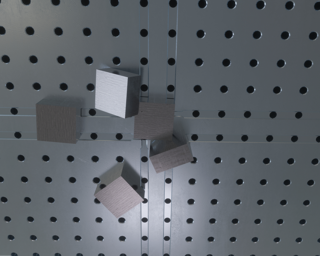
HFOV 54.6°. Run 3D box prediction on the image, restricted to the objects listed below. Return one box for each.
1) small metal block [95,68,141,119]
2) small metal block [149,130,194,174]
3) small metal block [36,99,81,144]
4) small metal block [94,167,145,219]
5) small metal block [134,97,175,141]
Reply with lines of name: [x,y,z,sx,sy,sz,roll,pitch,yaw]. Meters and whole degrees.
small metal block: [-0.053,-0.044,0.384,0.050,0.025,0.050,19,113,30]
small metal block: [0.015,0.030,0.411,0.050,0.050,0.025,-21,109,7]
small metal block: [-0.133,-0.009,0.409,0.050,0.025,0.050,5,110,-2]
small metal block: [-0.058,0.094,0.447,0.050,0.025,0.050,-37,106,12]
small metal block: [-0.008,-0.012,0.409,0.050,0.025,0.050,3,110,-2]
